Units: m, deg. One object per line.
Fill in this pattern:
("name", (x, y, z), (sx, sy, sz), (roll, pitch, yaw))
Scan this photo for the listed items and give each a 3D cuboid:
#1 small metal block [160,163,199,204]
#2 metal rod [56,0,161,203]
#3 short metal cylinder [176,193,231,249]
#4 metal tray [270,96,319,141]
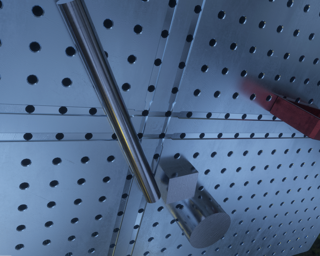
("small metal block", (0.029, 0.086, 0.483), (0.050, 0.025, 0.050), (-8, 122, -25))
("metal rod", (-0.048, -0.008, 0.381), (0.025, 0.025, 0.299), (-27, 128, -12))
("short metal cylinder", (0.075, 0.161, 0.538), (0.081, 0.050, 0.079), (-14, 124, -21))
("metal tray", (0.256, -0.010, 0.506), (0.131, 0.090, 0.030), (9, 114, -33))
